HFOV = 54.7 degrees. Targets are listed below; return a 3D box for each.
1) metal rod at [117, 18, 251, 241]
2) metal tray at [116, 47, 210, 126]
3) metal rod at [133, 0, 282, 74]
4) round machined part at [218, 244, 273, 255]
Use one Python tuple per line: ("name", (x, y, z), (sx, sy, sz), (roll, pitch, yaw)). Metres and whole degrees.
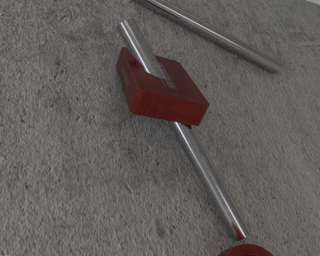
("metal rod", (0.028, 0.000, 0.385), (0.025, 0.025, 0.299), (-27, 87, -37))
("metal tray", (-0.002, -0.057, 0.399), (0.091, 0.030, 0.130), (10, 31, -23))
("metal rod", (0.092, -0.171, 0.557), (0.302, 0.025, 0.025), (23, 53, -15))
("round machined part", (0.092, 0.179, 0.333), (0.099, 0.042, 0.098), (14, 56, -21))
